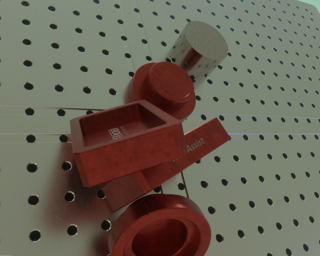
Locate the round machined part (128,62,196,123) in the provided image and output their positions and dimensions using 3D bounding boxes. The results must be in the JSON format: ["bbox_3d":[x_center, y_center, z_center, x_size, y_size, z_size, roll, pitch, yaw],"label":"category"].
[{"bbox_3d":[0.009,-0.054,0.437,0.099,0.042,0.098,14,56,-21],"label":"round machined part"}]

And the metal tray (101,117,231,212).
[{"bbox_3d":[0.008,0.039,0.346,0.131,0.090,0.030,-26,80,-37],"label":"metal tray"}]

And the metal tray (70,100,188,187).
[{"bbox_3d":[-0.039,0.007,0.307,0.091,0.130,0.030,-17,108,-13],"label":"metal tray"}]

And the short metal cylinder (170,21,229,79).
[{"bbox_3d":[0.064,-0.127,0.506,0.081,0.050,0.080,14,56,-21],"label":"short metal cylinder"}]

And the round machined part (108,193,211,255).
[{"bbox_3d":[-0.003,0.105,0.310,0.099,0.097,0.042,11,21,-23],"label":"round machined part"}]
